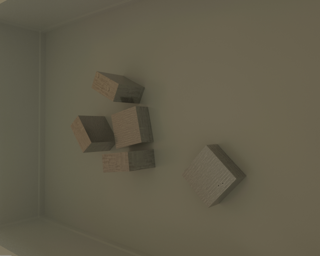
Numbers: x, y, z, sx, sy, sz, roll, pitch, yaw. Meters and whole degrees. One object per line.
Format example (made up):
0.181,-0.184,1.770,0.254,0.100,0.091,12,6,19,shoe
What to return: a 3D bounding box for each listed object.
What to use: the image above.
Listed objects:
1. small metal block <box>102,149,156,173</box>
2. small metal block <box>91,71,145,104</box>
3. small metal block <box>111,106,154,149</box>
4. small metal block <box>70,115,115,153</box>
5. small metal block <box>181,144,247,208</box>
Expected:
-0.043,0.045,0.424,0.050,0.050,0.025,-9,85,39,small metal block
-0.059,-0.057,0.437,0.050,0.050,0.025,32,110,35,small metal block
-0.039,0.000,0.437,0.050,0.025,0.050,-16,80,38,small metal block
-0.100,0.009,0.470,0.025,0.050,0.050,-46,63,30,small metal block
0.061,0.054,0.355,0.050,0.025,0.050,51,119,27,small metal block
